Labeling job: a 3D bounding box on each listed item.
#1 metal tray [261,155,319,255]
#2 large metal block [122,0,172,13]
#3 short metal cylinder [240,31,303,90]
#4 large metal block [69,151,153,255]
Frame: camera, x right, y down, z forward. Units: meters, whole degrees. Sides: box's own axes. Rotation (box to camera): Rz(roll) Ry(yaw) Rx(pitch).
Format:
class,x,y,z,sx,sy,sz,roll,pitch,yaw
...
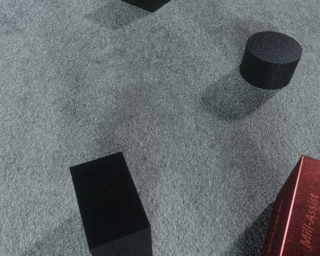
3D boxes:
class,x,y,z,sx,sy,sz,roll,pitch,yaw
metal tray,0.118,0.100,0.277,0.030,0.090,0.130,20,53,16
large metal block,-0.023,-0.285,0.627,0.080,0.050,0.080,30,56,22
short metal cylinder,0.169,-0.104,0.476,0.081,0.050,0.080,0,50,0
large metal block,-0.045,0.083,0.297,0.050,0.080,0.080,-17,52,-14
